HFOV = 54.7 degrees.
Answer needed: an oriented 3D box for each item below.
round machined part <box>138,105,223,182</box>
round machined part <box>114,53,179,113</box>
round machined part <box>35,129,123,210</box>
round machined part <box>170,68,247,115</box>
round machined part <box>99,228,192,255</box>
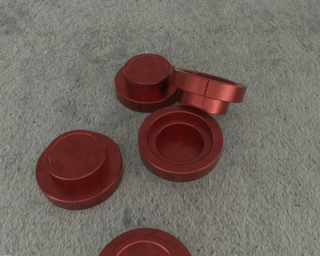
[{"bbox_3d":[0.024,0.022,0.372,0.099,0.042,0.098,0,52,1],"label":"round machined part"},{"bbox_3d":[-0.018,-0.072,0.452,0.099,0.042,0.098,0,50,0],"label":"round machined part"},{"bbox_3d":[-0.093,0.040,0.358,0.099,0.042,0.098,0,50,0],"label":"round machined part"},{"bbox_3d":[0.061,-0.047,0.412,0.099,0.042,0.098,13,15,-3],"label":"round machined part"},{"bbox_3d":[-0.014,0.137,0.277,0.099,0.042,0.098,0,50,0],"label":"round machined part"}]
